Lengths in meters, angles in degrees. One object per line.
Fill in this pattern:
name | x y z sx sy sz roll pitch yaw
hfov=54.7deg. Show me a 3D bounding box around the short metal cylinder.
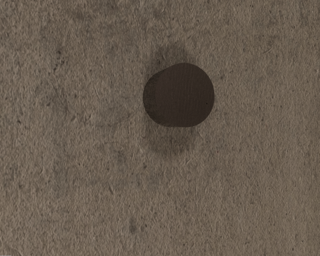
short metal cylinder | 0.023 -0.041 0.405 0.081 0.050 0.079 0 90 -21
